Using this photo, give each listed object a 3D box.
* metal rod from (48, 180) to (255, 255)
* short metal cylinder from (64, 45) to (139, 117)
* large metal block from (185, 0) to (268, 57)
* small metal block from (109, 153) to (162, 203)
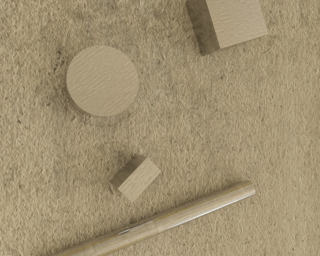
[{"bbox_3d":[-0.004,0.127,0.408,0.302,0.025,0.025,-16,96,-20],"label":"metal rod"},{"bbox_3d":[-0.071,-0.053,0.370,0.081,0.050,0.079,0,90,-21],"label":"short metal cylinder"},{"bbox_3d":[0.092,-0.153,0.431,0.081,0.050,0.080,-21,97,-19],"label":"large metal block"},{"bbox_3d":[-0.032,0.060,0.385,0.050,0.050,0.025,-46,105,-14],"label":"small metal block"}]
